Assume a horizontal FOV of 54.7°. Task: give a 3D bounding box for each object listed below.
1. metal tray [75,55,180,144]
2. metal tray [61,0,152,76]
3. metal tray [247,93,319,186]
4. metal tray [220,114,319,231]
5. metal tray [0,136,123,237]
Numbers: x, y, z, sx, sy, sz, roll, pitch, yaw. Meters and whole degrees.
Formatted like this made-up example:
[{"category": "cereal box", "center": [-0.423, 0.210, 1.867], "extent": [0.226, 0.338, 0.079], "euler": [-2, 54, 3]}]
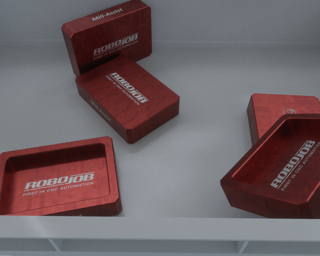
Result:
[{"category": "metal tray", "center": [-0.047, -0.046, 0.440], "extent": [0.091, 0.030, 0.130], "euler": [-33, 58, -25]}, {"category": "metal tray", "center": [-0.074, -0.132, 0.473], "extent": [0.131, 0.090, 0.030], "euler": [-29, 56, -22]}, {"category": "metal tray", "center": [0.165, 0.013, 0.392], "extent": [0.091, 0.030, 0.130], "euler": [3, 50, 2]}, {"category": "metal tray", "center": [0.133, 0.033, 0.304], "extent": [0.131, 0.030, 0.090], "euler": [-39, 23, -28]}, {"category": "metal tray", "center": [-0.114, 0.061, 0.348], "extent": [0.131, 0.030, 0.090], "euler": [-9, 51, -8]}]
